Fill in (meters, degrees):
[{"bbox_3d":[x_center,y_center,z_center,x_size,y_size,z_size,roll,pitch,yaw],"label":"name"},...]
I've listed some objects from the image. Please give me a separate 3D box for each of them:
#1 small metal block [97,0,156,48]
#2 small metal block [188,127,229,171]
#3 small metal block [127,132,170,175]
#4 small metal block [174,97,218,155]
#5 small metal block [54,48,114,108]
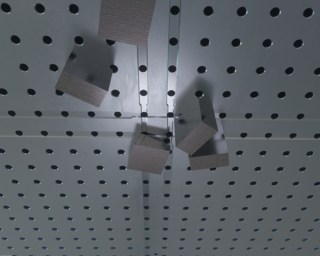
[{"bbox_3d":[-0.034,-0.115,0.314,0.050,0.025,0.050,10,130,-9],"label":"small metal block"},{"bbox_3d":[0.064,0.028,0.419,0.050,0.050,0.025,-8,130,7],"label":"small metal block"},{"bbox_3d":[-0.016,0.037,0.443,0.050,0.025,0.050,11,129,-10],"label":"small metal block"},{"bbox_3d":[0.044,-0.002,0.393,0.025,0.050,0.050,29,124,-22],"label":"small metal block"},{"bbox_3d":[-0.083,-0.056,0.347,0.050,0.050,0.025,24,126,-19],"label":"small metal block"}]
